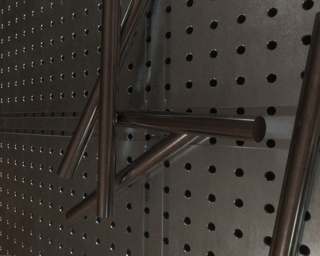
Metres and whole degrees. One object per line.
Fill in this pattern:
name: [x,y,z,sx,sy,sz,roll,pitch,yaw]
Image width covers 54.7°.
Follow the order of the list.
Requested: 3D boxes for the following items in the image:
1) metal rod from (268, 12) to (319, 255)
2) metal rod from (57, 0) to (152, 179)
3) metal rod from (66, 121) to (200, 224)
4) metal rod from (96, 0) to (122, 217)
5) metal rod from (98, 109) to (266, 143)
metal rod: [0.134,0.044,0.298,0.025,0.025,0.298,14,99,39]
metal rod: [-0.078,-0.064,0.440,0.025,0.025,0.298,31,99,35]
metal rod: [-0.051,0.073,0.449,0.299,0.025,0.025,-38,67,33]
metal rod: [-0.068,-0.031,0.414,0.025,0.025,0.298,6,95,39]
metal rod: [-0.012,-0.010,0.392,0.300,0.025,0.025,6,94,47]
